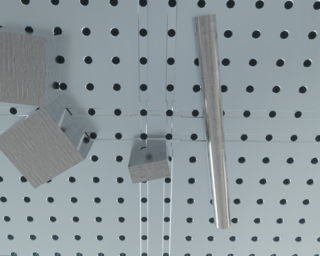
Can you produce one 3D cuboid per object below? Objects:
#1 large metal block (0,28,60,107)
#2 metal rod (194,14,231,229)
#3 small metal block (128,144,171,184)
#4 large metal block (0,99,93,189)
[{"bbox_3d":[-0.169,-0.075,0.371,0.081,0.050,0.079,7,110,-3],"label":"large metal block"},{"bbox_3d":[0.074,0.006,0.416,0.025,0.025,0.298,-8,110,3],"label":"metal rod"},{"bbox_3d":[-0.013,0.047,0.417,0.050,0.050,0.025,-12,110,4],"label":"small metal block"},{"bbox_3d":[-0.149,0.019,0.406,0.080,0.050,0.080,-30,108,10],"label":"large metal block"}]
